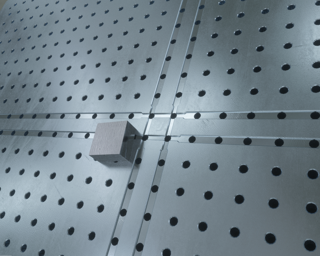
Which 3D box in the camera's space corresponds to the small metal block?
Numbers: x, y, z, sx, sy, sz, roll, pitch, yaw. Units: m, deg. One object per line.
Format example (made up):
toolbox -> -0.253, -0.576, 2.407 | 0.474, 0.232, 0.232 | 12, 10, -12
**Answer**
small metal block -> -0.066, 0.019, 0.432 | 0.050, 0.025, 0.050 | -4, 60, 26
